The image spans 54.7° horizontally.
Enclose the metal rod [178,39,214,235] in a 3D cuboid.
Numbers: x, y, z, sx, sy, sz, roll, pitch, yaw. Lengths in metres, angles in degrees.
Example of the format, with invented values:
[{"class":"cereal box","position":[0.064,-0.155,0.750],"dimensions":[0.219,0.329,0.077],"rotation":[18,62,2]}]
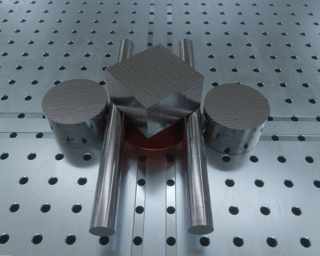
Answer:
[{"class":"metal rod","position":[0.040,-0.016,0.394],"dimensions":[0.025,0.025,0.300],"rotation":[0,50,0]}]

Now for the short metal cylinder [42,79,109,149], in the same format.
[{"class":"short metal cylinder","position":[-0.107,-0.019,0.407],"dimensions":[0.080,0.050,0.080],"rotation":[0,50,0]}]

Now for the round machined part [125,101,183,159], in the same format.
[{"class":"round machined part","position":[-0.007,-0.011,0.406],"dimensions":[0.099,0.042,0.098],"rotation":[0,50,0]}]

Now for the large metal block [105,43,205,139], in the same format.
[{"class":"large metal block","position":[-0.007,-0.047,0.369],"dimensions":[0.081,0.050,0.080],"rotation":[-31,57,-24]}]

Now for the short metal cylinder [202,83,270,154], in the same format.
[{"class":"short metal cylinder","position":[0.095,-0.013,0.402],"dimensions":[0.080,0.050,0.080],"rotation":[0,50,0]}]

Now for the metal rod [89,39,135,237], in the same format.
[{"class":"metal rod","position":[-0.054,-0.015,0.393],"dimensions":[0.025,0.025,0.300],"rotation":[0,50,0]}]
